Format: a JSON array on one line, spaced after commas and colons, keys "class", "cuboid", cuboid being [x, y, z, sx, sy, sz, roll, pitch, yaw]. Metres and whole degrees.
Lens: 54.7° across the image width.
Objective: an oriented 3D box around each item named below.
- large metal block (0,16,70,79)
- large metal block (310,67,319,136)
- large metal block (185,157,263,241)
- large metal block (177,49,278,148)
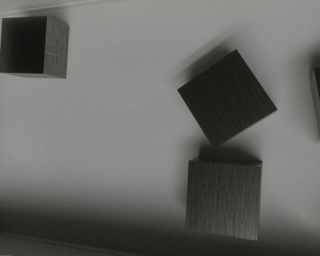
[{"class": "large metal block", "cuboid": [-0.187, -0.118, 0.463, 0.080, 0.050, 0.079, 5, 92, 20]}, {"class": "large metal block", "cuboid": [0.207, -0.024, 0.318, 0.080, 0.050, 0.080, -9, 78, 20]}, {"class": "large metal block", "cuboid": [0.078, 0.079, 0.370, 0.080, 0.050, 0.079, 3, 91, 20]}, {"class": "large metal block", "cuboid": [0.081, -0.032, 0.369, 0.080, 0.050, 0.080, -34, 79, 17]}]
